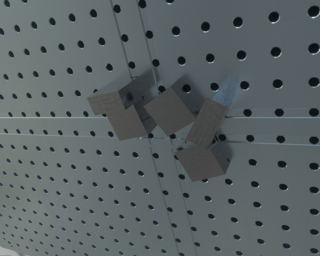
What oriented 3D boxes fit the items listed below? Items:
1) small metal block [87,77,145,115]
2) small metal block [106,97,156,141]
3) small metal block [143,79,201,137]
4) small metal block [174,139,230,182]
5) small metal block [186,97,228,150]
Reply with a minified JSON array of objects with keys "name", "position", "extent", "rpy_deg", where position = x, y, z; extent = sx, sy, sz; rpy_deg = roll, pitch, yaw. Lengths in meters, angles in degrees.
[{"name":"small metal block","position":[-0.056,-0.041,0.400],"extent":[0.050,0.050,0.025],"rpy_deg":[-7,114,31]},{"name":"small metal block","position":[-0.041,-0.013,0.425],"extent":[0.050,0.025,0.050],"rpy_deg":[-11,113,33]},{"name":"small metal block","position":[0.016,-0.024,0.388],"extent":[0.050,0.025,0.050],"rpy_deg":[-32,101,38]},{"name":"small metal block","position":[0.055,0.039,0.407],"extent":[0.050,0.025,0.050],"rpy_deg":[-21,107,36]},{"name":"small metal block","position":[0.055,-0.005,0.351],"extent":[0.025,0.050,0.050],"rpy_deg":[27,95,11]}]
